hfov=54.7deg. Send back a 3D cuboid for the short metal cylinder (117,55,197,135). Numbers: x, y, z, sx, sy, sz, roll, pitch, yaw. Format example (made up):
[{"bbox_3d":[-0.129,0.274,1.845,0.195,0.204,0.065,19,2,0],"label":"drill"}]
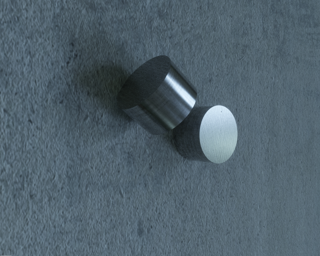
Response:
[{"bbox_3d":[-0.004,-0.039,0.365,0.050,0.080,0.080,43,64,-32],"label":"short metal cylinder"}]

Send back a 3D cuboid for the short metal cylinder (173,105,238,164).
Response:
[{"bbox_3d":[0.066,0.009,0.443,0.081,0.050,0.080,0,90,-40],"label":"short metal cylinder"}]
